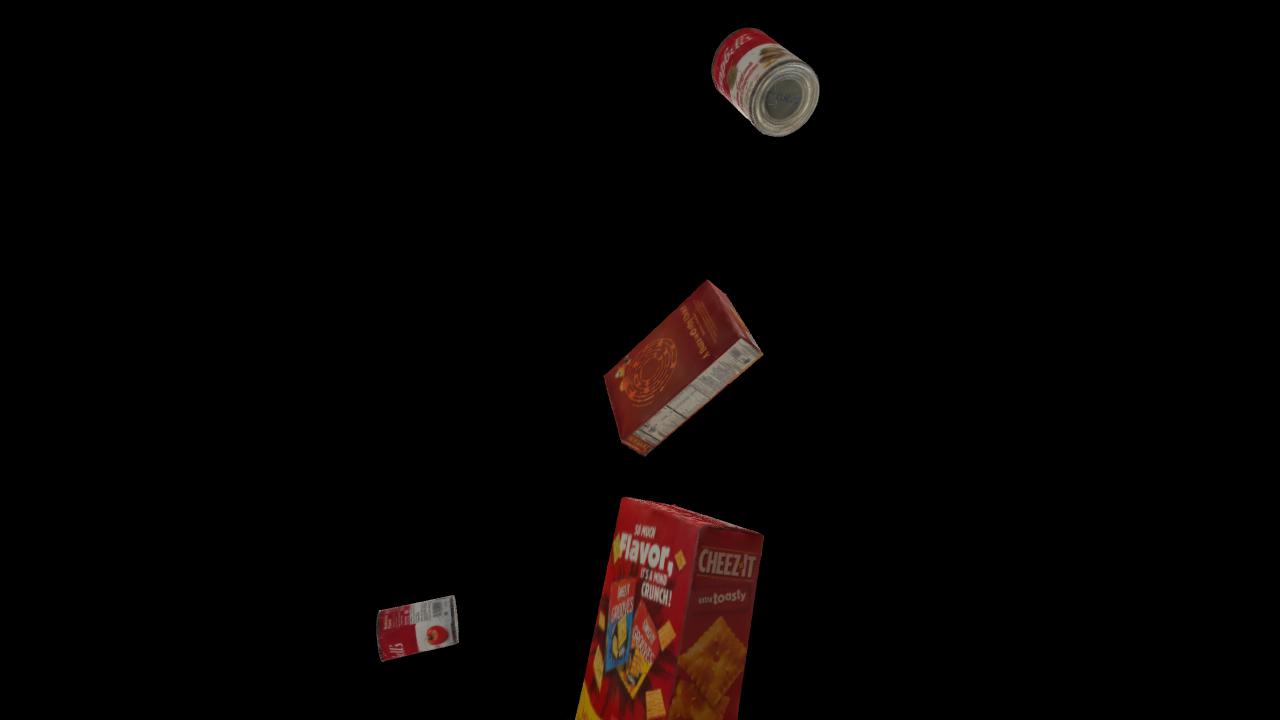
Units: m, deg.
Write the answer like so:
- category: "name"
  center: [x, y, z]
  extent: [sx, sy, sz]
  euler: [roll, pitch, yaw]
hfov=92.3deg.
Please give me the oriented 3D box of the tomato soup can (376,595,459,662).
- category: "tomato soup can"
  center: [-0.307, 0.372, 0.857]
  extent: [0.101, 0.068, 0.068]
  euler: [-7, 2, -16]

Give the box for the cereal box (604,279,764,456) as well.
- category: "cereal box"
  center: [0.070, 0.014, 1.183]
  extent: [0.081, 0.306, 0.203]
  euler: [34, 22, -33]

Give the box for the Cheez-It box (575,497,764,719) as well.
- category: "Cheez-It box"
  center: [0.019, 0.242, 0.530]
  extent: [0.071, 0.223, 0.166]
  euler: [15, -10, -23]

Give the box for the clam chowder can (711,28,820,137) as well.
- category: "clam chowder can"
  center: [0.115, -0.259, 0.574]
  extent: [0.068, 0.068, 0.102]
  euler: [0, 41, -20]
